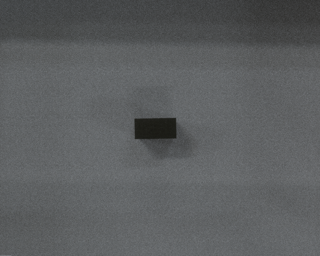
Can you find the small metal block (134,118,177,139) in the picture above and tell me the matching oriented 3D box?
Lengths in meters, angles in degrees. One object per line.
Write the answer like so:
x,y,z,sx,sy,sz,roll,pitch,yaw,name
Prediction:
-0.006,0.000,0.399,0.050,0.050,0.025,-1,90,-1,small metal block
